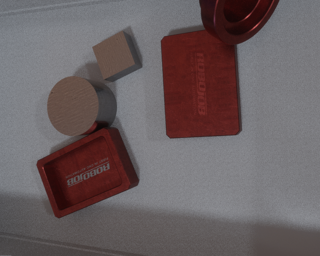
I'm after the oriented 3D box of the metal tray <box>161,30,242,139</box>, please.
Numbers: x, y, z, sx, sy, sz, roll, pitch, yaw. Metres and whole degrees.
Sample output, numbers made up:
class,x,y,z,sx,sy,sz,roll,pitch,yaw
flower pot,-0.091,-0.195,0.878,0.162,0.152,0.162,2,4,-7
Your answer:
class,x,y,z,sx,sy,sz,roll,pitch,yaw
metal tray,0.052,-0.054,0.389,0.090,0.030,0.129,-4,89,19

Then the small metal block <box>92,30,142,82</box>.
class,x,y,z,sx,sy,sz,roll,pitch,yaw
small metal block,-0.059,-0.098,0.430,0.050,0.025,0.050,-23,83,18

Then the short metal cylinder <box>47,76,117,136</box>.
class,x,y,z,sx,sy,sz,roll,pitch,yaw
short metal cylinder,-0.108,-0.029,0.434,0.080,0.050,0.079,0,90,19

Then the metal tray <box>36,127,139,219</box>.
class,x,y,z,sx,sy,sz,roll,pitch,yaw
metal tray,-0.105,0.064,0.443,0.130,0.030,0.090,-25,82,17

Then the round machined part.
class,x,y,z,sx,sy,sz,roll,pitch,yaw
round machined part,0.080,-0.141,0.323,0.098,0.098,0.042,-53,54,12
